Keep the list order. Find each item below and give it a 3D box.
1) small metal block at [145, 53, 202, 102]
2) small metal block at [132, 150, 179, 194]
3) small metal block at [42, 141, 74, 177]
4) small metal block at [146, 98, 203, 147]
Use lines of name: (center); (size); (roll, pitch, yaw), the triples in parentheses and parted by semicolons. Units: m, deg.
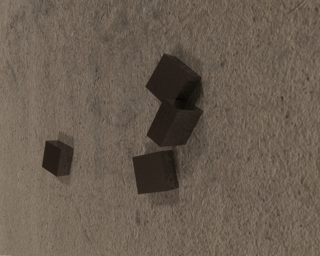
small metal block: (0.016, -0.058, 0.390); (0.050, 0.025, 0.050); (46, 117, 30)
small metal block: (-0.006, 0.058, 0.408); (0.050, 0.025, 0.050); (-16, 80, 38)
small metal block: (-0.183, 0.053, 0.552); (0.050, 0.025, 0.050); (20, 102, 38)
small metal block: (0.018, -0.006, 0.372); (0.025, 0.050, 0.050); (39, 114, 33)
